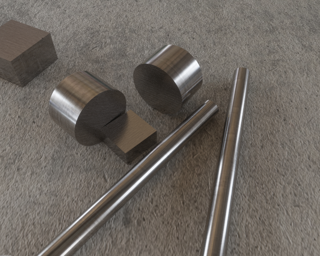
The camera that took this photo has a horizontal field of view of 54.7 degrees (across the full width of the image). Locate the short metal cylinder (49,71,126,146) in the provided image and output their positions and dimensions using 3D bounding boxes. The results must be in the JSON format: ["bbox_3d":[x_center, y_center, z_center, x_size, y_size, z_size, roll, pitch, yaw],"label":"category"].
[{"bbox_3d":[-0.089,-0.024,0.387,0.050,0.080,0.080,35,58,26],"label":"short metal cylinder"}]

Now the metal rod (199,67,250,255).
[{"bbox_3d":[0.086,0.028,0.380,0.025,0.025,0.300,12,51,10],"label":"metal rod"}]

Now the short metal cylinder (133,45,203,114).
[{"bbox_3d":[0.011,-0.066,0.423,0.080,0.080,0.050,29,56,22],"label":"short metal cylinder"}]

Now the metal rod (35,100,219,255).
[{"bbox_3d":[-0.028,0.059,0.353,0.025,0.025,0.302,34,57,25],"label":"metal rod"}]

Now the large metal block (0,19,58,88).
[{"bbox_3d":[-0.224,-0.118,0.485,0.080,0.050,0.080,23,54,18],"label":"large metal block"}]

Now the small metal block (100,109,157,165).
[{"bbox_3d":[-0.039,0.011,0.394,0.050,0.025,0.050,-36,59,-27],"label":"small metal block"}]
